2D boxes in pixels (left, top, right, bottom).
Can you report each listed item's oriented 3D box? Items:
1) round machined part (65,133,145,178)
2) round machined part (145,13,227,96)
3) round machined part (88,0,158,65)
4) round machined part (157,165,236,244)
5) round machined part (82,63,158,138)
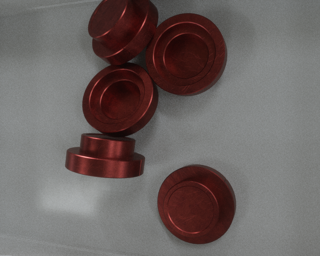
[{"bbox_3d":[-0.067,0.032,0.394,0.098,0.098,0.042,8,93,19],"label":"round machined part"},{"bbox_3d":[0.035,-0.088,0.389,0.098,0.042,0.097,0,90,19],"label":"round machined part"},{"bbox_3d":[-0.054,-0.133,0.397,0.098,0.042,0.098,-18,57,32],"label":"round machined part"},{"bbox_3d":[0.043,0.096,0.386,0.098,0.042,0.097,0,90,19],"label":"round machined part"},{"bbox_3d":[-0.048,-0.033,0.407,0.098,0.042,0.098,-7,68,17],"label":"round machined part"}]
